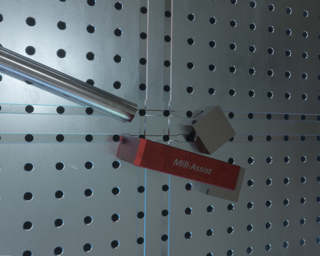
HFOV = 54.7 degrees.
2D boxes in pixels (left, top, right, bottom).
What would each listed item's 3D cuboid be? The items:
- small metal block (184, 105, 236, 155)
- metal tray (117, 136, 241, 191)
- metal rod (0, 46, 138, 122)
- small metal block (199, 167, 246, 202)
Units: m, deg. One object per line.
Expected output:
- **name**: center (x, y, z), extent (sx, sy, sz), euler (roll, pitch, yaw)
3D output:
- **small metal block**: center (0.072, 0.002, 0.441), extent (0.050, 0.025, 0.050), euler (-36, 102, -17)
- **metal tray**: center (0.021, 0.042, 0.387), extent (0.131, 0.090, 0.030), euler (17, 85, -20)
- **metal rod**: center (-0.166, -0.073, 0.351), extent (0.302, 0.025, 0.025), euler (22, 83, -19)
- **small metal block**: center (0.090, 0.075, 0.448), extent (0.050, 0.025, 0.050), euler (18, 84, -20)
